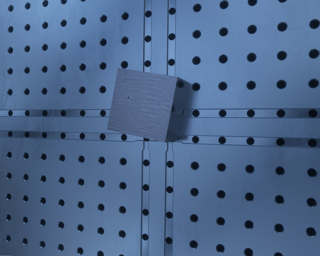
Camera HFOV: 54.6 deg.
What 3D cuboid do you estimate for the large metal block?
[{"bbox_3d":[-0.015,-0.030,0.405,0.080,0.050,0.080,12,94,19],"label":"large metal block"}]
